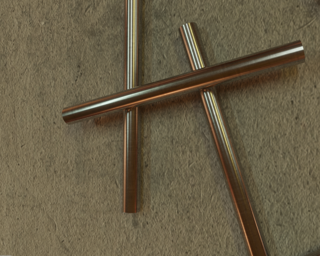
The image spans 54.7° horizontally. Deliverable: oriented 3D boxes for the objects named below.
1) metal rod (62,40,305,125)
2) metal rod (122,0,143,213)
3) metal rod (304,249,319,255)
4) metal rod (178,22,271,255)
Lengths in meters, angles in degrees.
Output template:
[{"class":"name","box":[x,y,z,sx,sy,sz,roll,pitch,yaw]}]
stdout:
[{"class":"metal rod","box":[0.012,-0.049,0.376,0.301,0.025,0.025,-13,86,19]},{"class":"metal rod","box":[-0.038,-0.037,0.422,0.025,0.025,0.298,1,90,20]},{"class":"metal rod","box":[0.186,0.145,0.343,0.300,0.025,0.025,-34,79,16]},{"class":"metal rod","box":[0.077,0.014,0.381,0.025,0.025,0.299,-18,84,19]}]
